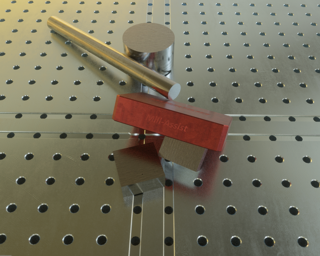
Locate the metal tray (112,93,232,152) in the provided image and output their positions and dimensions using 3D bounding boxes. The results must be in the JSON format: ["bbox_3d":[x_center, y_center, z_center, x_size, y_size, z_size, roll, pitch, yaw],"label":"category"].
[{"bbox_3d":[0.019,-0.012,0.382,0.130,0.030,0.090,17,12,13],"label":"metal tray"}]

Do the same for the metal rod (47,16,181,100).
[{"bbox_3d":[-0.088,-0.121,0.491,0.300,0.025,0.025,34,57,30],"label":"metal rod"}]

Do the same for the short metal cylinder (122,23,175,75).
[{"bbox_3d":[-0.018,-0.125,0.496,0.081,0.050,0.080,0,50,0],"label":"short metal cylinder"}]

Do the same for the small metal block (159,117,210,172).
[{"bbox_3d":[0.032,0.020,0.375,0.050,0.025,0.050,22,91,16],"label":"small metal block"}]

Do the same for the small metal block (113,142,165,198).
[{"bbox_3d":[-0.025,0.048,0.367,0.050,0.025,0.050,-13,51,-11],"label":"small metal block"}]
